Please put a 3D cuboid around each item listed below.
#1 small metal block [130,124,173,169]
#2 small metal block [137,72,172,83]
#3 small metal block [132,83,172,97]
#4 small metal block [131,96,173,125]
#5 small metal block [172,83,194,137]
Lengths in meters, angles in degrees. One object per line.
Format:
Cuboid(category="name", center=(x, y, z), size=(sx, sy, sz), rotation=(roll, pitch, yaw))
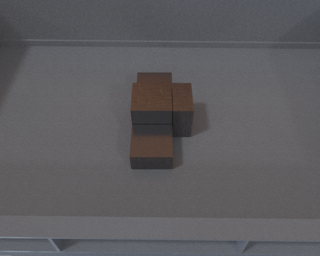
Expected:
Cuboid(category="small metal block", center=(-0.010, 0.023, 0.384), size=(0.050, 0.025, 0.050), rotation=(0, 50, 0))
Cuboid(category="small metal block", center=(-0.008, -0.055, 0.448), size=(0.050, 0.025, 0.050), rotation=(0, 50, 0))
Cuboid(category="small metal block", center=(-0.010, -0.033, 0.414), size=(0.050, 0.050, 0.025), rotation=(0, 50, 0))
Cuboid(category="small metal block", center=(-0.010, -0.014, 0.398), size=(0.050, 0.050, 0.025), rotation=(0, 50, 0))
Cuboid(category="small metal block", center=(0.028, -0.024, 0.406), size=(0.025, 0.050, 0.050), rotation=(0, 50, 0))
